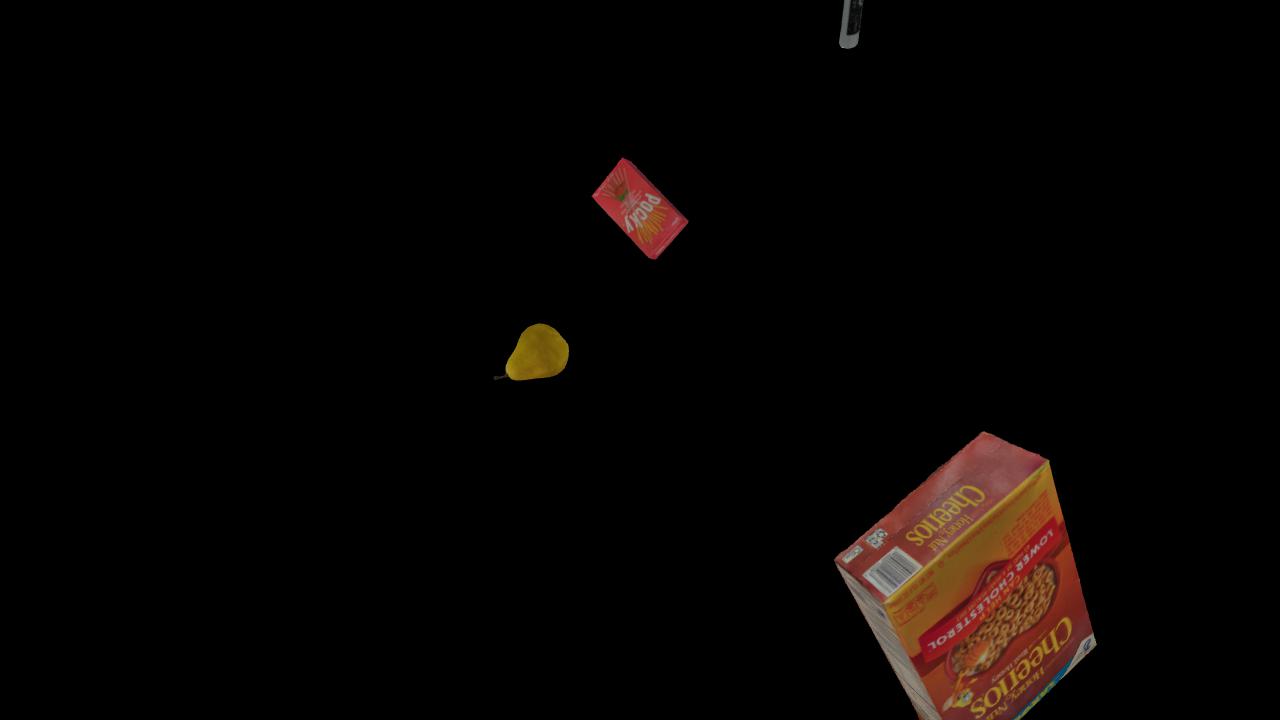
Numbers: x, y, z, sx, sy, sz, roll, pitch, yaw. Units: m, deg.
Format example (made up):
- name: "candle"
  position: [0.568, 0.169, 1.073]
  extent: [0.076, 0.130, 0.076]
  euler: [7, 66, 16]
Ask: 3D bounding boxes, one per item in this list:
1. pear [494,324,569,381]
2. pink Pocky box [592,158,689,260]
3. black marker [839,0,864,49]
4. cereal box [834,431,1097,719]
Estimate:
- name: "pear"
  position: [-0.156, 0.002, 0.886]
  extent: [0.111, 0.080, 0.080]
  euler: [-47, 18, -18]
- name: "pink Pocky box"
  position: [-0.002, -0.244, 0.992]
  extent: [0.084, 0.155, 0.029]
  euler: [-47, -17, 20]
- name: "black marker"
  position: [0.202, -0.352, 0.578]
  extent: [0.020, 0.020, 0.121]
  euler: [0, -27, 12]
- name: "cereal box"
  position: [0.340, 0.249, 0.620]
  extent: [0.203, 0.306, 0.081]
  euler: [-36, 26, -9]
